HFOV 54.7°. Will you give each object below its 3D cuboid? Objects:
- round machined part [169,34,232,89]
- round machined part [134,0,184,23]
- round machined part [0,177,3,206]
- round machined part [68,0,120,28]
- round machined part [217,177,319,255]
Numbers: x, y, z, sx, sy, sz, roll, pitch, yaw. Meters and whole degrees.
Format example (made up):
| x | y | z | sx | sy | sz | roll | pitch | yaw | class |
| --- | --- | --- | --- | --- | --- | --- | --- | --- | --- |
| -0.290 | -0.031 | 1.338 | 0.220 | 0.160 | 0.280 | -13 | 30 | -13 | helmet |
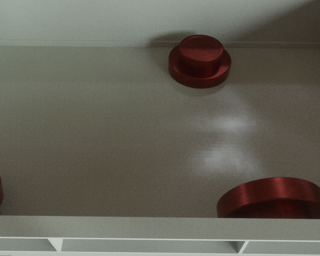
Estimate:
| x | y | z | sx | sy | sz | roll | pitch | yaw | class |
| --- | --- | --- | --- | --- | --- | --- | --- | --- | --- |
| 0.063 | -0.110 | 0.487 | 0.099 | 0.042 | 0.098 | 0 | 50 | 0 | round machined part |
| -0.002 | -0.251 | 0.608 | 0.099 | 0.042 | 0.098 | 0 | 50 | 0 | round machined part |
| -0.212 | 0.079 | 0.310 | 0.099 | 0.042 | 0.098 | 4 | 24 | -1 | round machined part |
| -0.128 | -0.238 | 0.595 | 0.099 | 0.042 | 0.098 | 0 | 50 | 0 | round machined part |
| 0.104 | 0.089 | 0.283 | 0.099 | 0.097 | 0.042 | 0 | 49 | 0 | round machined part |
